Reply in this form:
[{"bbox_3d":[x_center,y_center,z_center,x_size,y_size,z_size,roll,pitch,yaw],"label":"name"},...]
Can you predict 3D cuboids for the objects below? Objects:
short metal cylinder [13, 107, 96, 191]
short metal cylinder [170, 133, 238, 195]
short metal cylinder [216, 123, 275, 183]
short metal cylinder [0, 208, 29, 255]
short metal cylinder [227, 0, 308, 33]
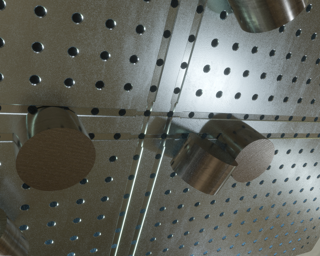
[{"bbox_3d":[-0.118,0.023,0.345,0.081,0.050,0.079,-14,124,-21],"label":"short metal cylinder"},{"bbox_3d":[0.062,0.050,0.440,0.080,0.080,0.050,22,107,-36],"label":"short metal cylinder"},{"bbox_3d":[0.133,0.039,0.492,0.081,0.050,0.079,-14,124,-21],"label":"short metal cylinder"},{"bbox_3d":[-0.200,0.137,0.351,0.080,0.080,0.050,-26,128,-12],"label":"short metal cylinder"},{"bbox_3d":[0.117,-0.153,0.345,0.080,0.080,0.050,-42,130,1],"label":"short metal cylinder"}]
